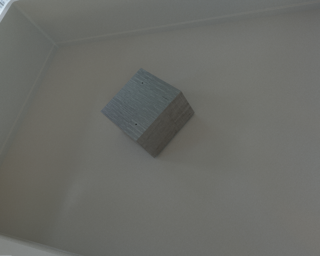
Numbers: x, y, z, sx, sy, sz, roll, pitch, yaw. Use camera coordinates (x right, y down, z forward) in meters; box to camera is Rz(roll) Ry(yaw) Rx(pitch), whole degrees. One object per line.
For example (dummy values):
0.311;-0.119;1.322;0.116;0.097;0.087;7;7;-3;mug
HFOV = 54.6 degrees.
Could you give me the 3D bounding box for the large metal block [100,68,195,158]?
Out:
-0.017;-0.021;0.408;0.080;0.050;0.080;-48;52;-7;large metal block
